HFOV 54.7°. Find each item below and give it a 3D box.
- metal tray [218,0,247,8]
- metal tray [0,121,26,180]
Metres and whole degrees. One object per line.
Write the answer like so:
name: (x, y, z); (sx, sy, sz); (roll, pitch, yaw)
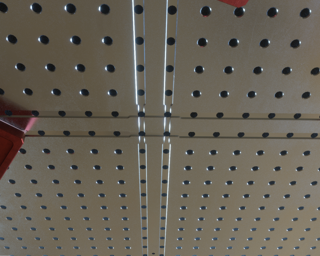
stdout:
metal tray: (0.062, -0.168, 0.240); (0.091, 0.030, 0.129); (8, 140, -25)
metal tray: (-0.251, 0.044, 0.403); (0.090, 0.030, 0.130); (32, 94, -25)
